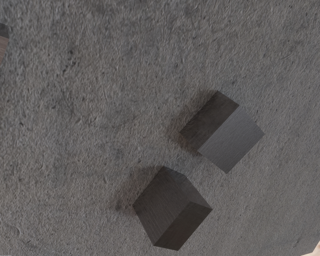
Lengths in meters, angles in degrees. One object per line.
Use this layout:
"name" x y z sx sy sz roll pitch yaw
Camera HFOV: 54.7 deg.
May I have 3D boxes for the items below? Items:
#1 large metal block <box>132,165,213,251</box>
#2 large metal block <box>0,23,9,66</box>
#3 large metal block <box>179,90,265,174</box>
"large metal block" 0.015 0.116 0.451 0.050 0.080 0.080 29 102 -38
"large metal block" -0.181 -0.058 0.256 0.081 0.050 0.080 16 110 -35
"large metal block" 0.090 0.007 0.444 0.080 0.050 0.080 -48 129 5
